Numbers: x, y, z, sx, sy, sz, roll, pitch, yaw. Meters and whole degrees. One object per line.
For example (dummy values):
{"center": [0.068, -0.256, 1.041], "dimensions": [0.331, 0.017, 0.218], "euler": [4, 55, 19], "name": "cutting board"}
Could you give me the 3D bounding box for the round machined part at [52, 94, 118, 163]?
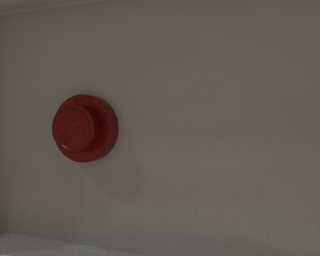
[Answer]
{"center": [-0.113, 0.001, 0.442], "dimensions": [0.098, 0.042, 0.097], "euler": [0, 90, 20], "name": "round machined part"}
